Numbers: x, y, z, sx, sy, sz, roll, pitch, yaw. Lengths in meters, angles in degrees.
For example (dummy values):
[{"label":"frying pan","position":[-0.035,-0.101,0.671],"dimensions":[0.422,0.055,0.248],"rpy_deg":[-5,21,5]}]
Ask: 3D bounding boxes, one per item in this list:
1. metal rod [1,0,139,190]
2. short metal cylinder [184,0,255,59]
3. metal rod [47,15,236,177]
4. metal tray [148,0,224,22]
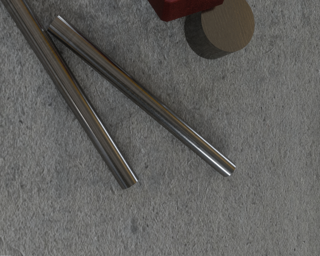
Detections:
[{"label":"metal rod","position":[-0.112,-0.056,0.367],"dimensions":[0.025,0.025,0.299],"rpy_deg":[-34,101,-17]},{"label":"short metal cylinder","position":[0.081,-0.139,0.426],"dimensions":[0.081,0.050,0.080],"rpy_deg":[0,90,-20]},{"label":"metal rod","position":[-0.012,-0.031,0.404],"dimensions":[0.301,0.025,0.025],"rpy_deg":[39,78,-16]},{"label":"metal tray","position":[0.014,-0.198,0.381],"dimensions":[0.091,0.030,0.130],"rpy_deg":[-24,71,-18]}]
